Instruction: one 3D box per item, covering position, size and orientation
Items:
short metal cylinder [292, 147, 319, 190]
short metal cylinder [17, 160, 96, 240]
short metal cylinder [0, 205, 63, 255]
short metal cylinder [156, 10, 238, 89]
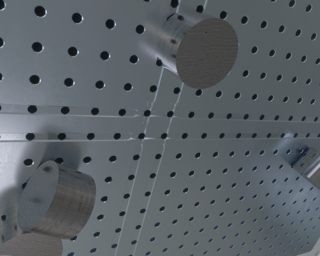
[{"bbox_3d":[0.303,0.082,0.592,0.050,0.080,0.080,-49,129,6],"label":"short metal cylinder"},{"bbox_3d":[-0.121,0.084,0.362,0.050,0.080,0.080,32,100,-38],"label":"short metal cylinder"},{"bbox_3d":[-0.169,0.143,0.391,0.081,0.050,0.079,-14,124,-21],"label":"short metal cylinder"},{"bbox_3d":[0.043,-0.092,0.361,0.081,0.050,0.079,-14,124,-21],"label":"short metal cylinder"}]
